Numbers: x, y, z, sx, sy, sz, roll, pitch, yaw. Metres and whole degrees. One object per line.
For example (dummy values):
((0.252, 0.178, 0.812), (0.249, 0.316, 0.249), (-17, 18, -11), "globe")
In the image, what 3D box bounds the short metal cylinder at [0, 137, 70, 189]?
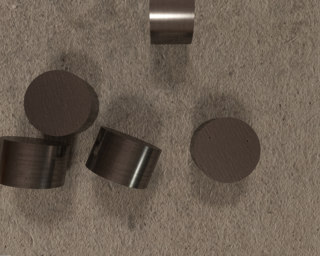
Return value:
((-0.156, 0.040, 0.381), (0.081, 0.080, 0.050), (9, 90, -1), "short metal cylinder")

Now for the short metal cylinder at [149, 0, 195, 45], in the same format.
((0.013, -0.144, 0.383), (0.050, 0.080, 0.079), (-1, 90, 0), "short metal cylinder")

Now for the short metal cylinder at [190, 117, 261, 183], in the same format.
((0.081, 0.026, 0.399), (0.081, 0.050, 0.079), (0, 90, -1), "short metal cylinder")

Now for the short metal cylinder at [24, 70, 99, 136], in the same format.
((-0.123, -0.030, 0.396), (0.081, 0.050, 0.079), (0, 90, -1), "short metal cylinder")

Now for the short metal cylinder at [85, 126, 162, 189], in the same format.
((-0.044, 0.036, 0.382), (0.080, 0.080, 0.050), (22, 90, -1), "short metal cylinder")
